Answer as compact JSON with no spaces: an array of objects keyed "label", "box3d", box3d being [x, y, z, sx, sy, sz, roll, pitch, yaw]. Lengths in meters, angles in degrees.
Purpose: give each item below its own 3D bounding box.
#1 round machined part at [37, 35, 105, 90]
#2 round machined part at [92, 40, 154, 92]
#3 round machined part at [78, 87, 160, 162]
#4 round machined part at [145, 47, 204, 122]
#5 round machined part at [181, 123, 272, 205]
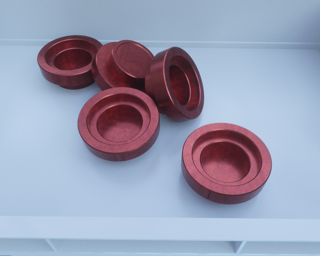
[{"label":"round machined part","box3d":[-0.131,-0.096,0.473,0.099,0.042,0.098,0,50,0]},{"label":"round machined part","box3d":[-0.043,-0.085,0.438,0.099,0.042,0.098,16,53,-23]},{"label":"round machined part","box3d":[-0.049,-0.001,0.389,0.099,0.042,0.098,-1,57,1]},{"label":"round machined part","box3d":[0.017,-0.055,0.416,0.042,0.098,0.098,-13,41,35]},{"label":"round machined part","box3d":[0.074,0.044,0.358,0.099,0.042,0.098,0,50,0]}]
